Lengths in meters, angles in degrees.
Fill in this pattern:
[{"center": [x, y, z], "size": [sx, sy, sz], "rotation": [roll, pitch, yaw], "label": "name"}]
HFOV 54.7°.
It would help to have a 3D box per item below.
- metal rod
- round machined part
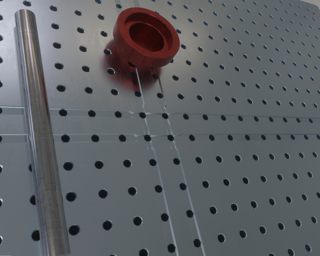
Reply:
[{"center": [-0.135, -0.013, 0.343], "size": [0.025, 0.025, 0.299], "rotation": [-3, 63, -30], "label": "metal rod"}, {"center": [-0.023, -0.129, 0.464], "size": [0.099, 0.042, 0.098], "rotation": [14, 56, -21], "label": "round machined part"}]
